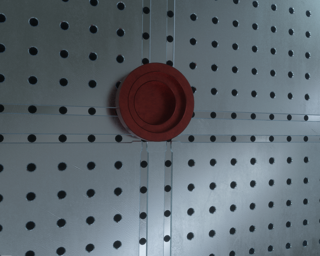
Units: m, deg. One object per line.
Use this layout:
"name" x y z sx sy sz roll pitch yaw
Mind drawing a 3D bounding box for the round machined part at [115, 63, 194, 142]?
"round machined part" -0.009 -0.032 0.400 0.099 0.042 0.097 0 90 -20
